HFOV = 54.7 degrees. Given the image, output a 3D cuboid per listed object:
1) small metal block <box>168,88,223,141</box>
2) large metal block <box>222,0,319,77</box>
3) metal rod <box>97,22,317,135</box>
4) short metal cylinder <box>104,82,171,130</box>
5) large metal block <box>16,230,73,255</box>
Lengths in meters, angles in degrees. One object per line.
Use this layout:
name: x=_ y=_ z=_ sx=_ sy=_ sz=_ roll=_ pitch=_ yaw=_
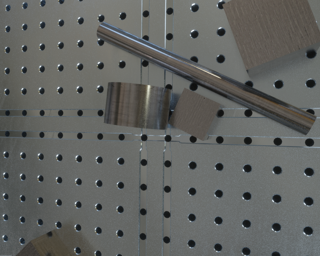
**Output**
small metal block: x=0.046 y=-0.017 z=0.396 sx=0.050 sy=0.025 sz=0.050 roll=27 pitch=99 yaw=17
large metal block: x=0.127 y=-0.114 z=0.355 sx=0.080 sy=0.050 sz=0.080 roll=-20 pitch=84 yaw=18
metal rod: x=0.045 y=-0.070 z=0.396 sx=0.301 sy=0.025 sz=0.025 roll=28 pitch=99 yaw=17
short metal cylinder: x=-0.028 y=-0.027 z=0.392 sx=0.080 sy=0.080 sz=0.050 roll=7 pitch=93 yaw=19
large metal block: x=-0.176 y=0.215 z=0.459 sx=0.080 sy=0.050 sz=0.080 roll=-45 pitch=77 yaw=14
